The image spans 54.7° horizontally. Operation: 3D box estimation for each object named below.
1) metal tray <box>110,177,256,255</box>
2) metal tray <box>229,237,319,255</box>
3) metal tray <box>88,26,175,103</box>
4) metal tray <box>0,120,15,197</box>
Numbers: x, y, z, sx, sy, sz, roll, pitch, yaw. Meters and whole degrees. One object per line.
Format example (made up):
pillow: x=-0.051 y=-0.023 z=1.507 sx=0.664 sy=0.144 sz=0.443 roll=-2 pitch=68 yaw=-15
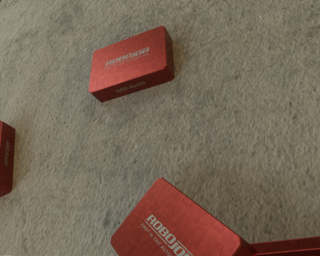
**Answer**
metal tray: x=0.014 y=0.114 z=0.299 sx=0.090 sy=0.030 sz=0.130 roll=-51 pitch=35 yaw=-8
metal tray: x=0.128 y=0.137 z=0.248 sx=0.130 sy=0.030 sz=0.090 roll=-14 pitch=56 yaw=19
metal tray: x=-0.045 y=-0.099 z=0.483 sx=0.130 sy=0.030 sz=0.090 roll=-15 pitch=56 yaw=19
metal tray: x=-0.288 y=0.060 z=0.511 sx=0.090 sy=0.030 sz=0.130 roll=-26 pitch=53 yaw=12
